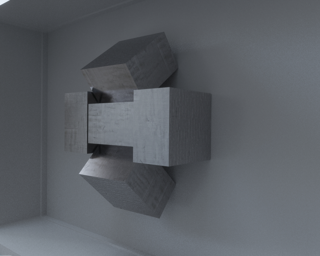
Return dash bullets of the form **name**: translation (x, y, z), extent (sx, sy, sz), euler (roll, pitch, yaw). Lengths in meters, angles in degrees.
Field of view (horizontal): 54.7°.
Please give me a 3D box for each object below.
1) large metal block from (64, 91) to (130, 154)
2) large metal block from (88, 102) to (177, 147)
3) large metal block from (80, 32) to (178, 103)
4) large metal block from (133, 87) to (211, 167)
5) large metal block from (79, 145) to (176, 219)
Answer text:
- **large metal block**: translation (-0.086, -0.007, 0.441), extent (0.050, 0.081, 0.080), euler (1, 91, 40)
- **large metal block**: translation (-0.034, -0.005, 0.398), extent (0.080, 0.081, 0.050), euler (1, 91, 40)
- **large metal block**: translation (-0.037, -0.075, 0.392), extent (0.080, 0.080, 0.050), euler (2, 129, 40)
- **large metal block**: translation (0.016, -0.002, 0.357), extent (0.050, 0.081, 0.080), euler (1, 91, 40)
- **large metal block**: translation (-0.040, 0.065, 0.393), extent (0.080, 0.080, 0.050), euler (1, 49, 39)
